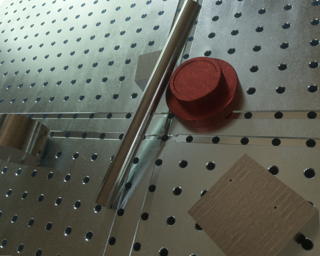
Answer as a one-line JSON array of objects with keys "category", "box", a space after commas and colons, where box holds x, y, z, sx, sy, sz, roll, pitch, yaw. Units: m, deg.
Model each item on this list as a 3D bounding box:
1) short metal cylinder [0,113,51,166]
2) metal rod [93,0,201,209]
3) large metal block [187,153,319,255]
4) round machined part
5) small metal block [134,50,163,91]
[{"category": "short metal cylinder", "box": [-0.215, 0.020, 0.471, 0.080, 0.080, 0.050, -4, 60, 26]}, {"category": "metal rod", "box": [-0.012, -0.039, 0.413, 0.025, 0.025, 0.299, 16, 77, 34]}, {"category": "large metal block", "box": [0.088, 0.085, 0.293, 0.080, 0.050, 0.080, -45, 51, -3]}, {"category": "round machined part", "box": [0.052, -0.053, 0.402, 0.098, 0.042, 0.098, -13, 56, 20]}, {"category": "small metal block", "box": [-0.007, -0.087, 0.464, 0.050, 0.025, 0.050, -8, 58, 23]}]
